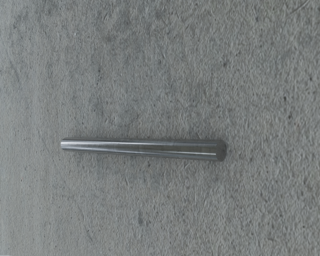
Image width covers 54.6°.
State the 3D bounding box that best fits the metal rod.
[{"bbox_3d":[-0.046,0.027,0.444,0.300,0.025,0.025,-1,90,40],"label":"metal rod"}]
